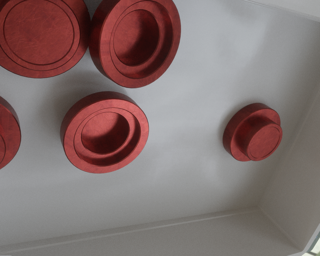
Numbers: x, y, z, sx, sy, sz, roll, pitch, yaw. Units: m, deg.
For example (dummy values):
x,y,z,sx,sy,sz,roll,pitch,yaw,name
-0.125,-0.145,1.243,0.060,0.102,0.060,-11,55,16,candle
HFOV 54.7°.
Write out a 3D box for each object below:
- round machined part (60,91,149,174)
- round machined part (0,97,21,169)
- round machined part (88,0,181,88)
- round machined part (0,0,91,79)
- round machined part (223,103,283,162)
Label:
x,y,z,sx,sy,sz,roll,pitch,yaw,name
-0.066,0.002,0.362,0.099,0.042,0.097,-14,124,-21,round machined part
-0.189,0.011,0.301,0.099,0.042,0.097,-14,124,-21,round machined part
-0.029,-0.093,0.314,0.099,0.042,0.097,-25,133,-31,round machined part
-0.111,-0.091,0.281,0.099,0.042,0.097,-14,124,-21,round machined part
0.152,0.013,0.489,0.099,0.042,0.097,-14,124,-21,round machined part
